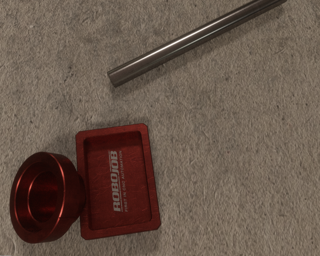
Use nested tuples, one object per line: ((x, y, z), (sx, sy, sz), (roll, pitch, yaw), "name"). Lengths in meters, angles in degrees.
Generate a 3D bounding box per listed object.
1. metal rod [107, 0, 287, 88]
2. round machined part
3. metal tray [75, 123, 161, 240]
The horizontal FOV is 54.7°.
((0.062, -0.138, 0.459), (0.302, 0.025, 0.025), (-29, 73, -11), "metal rod")
((-0.124, 0.078, 0.353), (0.098, 0.042, 0.098), (-9, 73, 33), "round machined part")
((-0.052, 0.064, 0.381), (0.091, 0.030, 0.129), (-8, 70, -3), "metal tray")
